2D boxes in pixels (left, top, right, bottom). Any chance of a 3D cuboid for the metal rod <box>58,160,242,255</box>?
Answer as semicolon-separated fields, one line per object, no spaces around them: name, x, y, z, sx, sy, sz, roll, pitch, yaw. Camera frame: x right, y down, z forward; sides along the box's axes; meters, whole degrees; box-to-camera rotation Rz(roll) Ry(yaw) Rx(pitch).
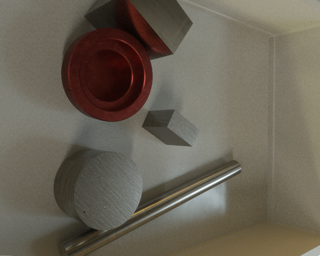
metal rod;0.012;0.098;0.418;0.302;0.025;0.025;-16;101;-39

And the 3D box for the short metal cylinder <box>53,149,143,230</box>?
short metal cylinder;-0.066;0.064;0.336;0.081;0.050;0.079;0;90;-40

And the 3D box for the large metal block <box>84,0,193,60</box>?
large metal block;-0.024;-0.123;0.352;0.080;0.080;0.050;44;63;-32

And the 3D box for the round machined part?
round machined part;-0.060;-0.057;0.341;0.099;0.042;0.097;-6;101;-36

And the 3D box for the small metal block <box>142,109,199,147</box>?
small metal block;0.014;0.000;0.404;0.050;0.050;0.025;37;67;-34
